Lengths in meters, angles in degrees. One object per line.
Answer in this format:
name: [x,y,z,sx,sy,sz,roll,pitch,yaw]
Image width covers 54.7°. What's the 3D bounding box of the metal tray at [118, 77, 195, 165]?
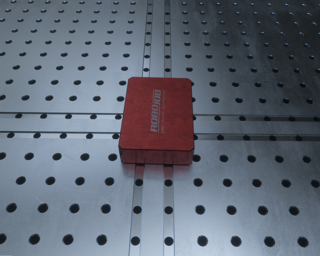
metal tray: [-0.002,-0.014,0.415,0.091,0.030,0.130,2,50,1]
